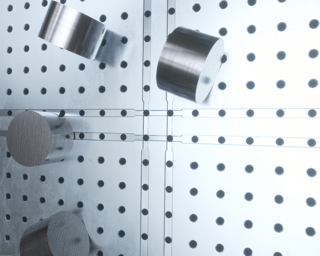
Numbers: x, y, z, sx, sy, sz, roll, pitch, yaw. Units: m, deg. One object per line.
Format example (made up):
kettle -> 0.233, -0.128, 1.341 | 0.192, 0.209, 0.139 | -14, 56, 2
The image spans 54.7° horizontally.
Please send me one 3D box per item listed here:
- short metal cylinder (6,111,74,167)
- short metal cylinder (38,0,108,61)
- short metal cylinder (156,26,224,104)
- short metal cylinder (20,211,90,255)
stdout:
short metal cylinder -> -0.178, 0.015, 0.462 | 0.080, 0.050, 0.079 | 0, 90, 20
short metal cylinder -> -0.118, -0.132, 0.425 | 0.080, 0.080, 0.050 | 27, 99, 18
short metal cylinder -> 0.037, -0.075, 0.370 | 0.050, 0.080, 0.080 | 23, 98, 18
short metal cylinder -> -0.145, 0.164, 0.435 | 0.050, 0.080, 0.080 | -28, 81, 18
